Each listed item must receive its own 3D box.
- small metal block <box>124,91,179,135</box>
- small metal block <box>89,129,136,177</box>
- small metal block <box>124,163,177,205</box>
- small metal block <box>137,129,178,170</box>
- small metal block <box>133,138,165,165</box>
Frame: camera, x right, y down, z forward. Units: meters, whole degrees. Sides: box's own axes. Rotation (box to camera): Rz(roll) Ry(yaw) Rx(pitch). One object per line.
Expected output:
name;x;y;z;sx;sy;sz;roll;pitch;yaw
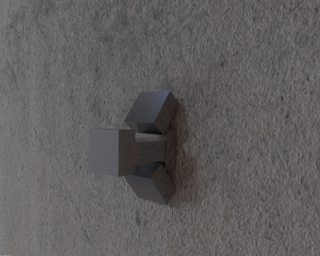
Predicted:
small metal block;-0.011;-0.020;0.398;0.050;0.025;0.050;4;56;40
small metal block;-0.055;0.026;0.352;0.050;0.025;0.050;1;91;39
small metal block;-0.014;0.069;0.400;0.050;0.025;0.050;3;133;39
small metal block;-0.004;0.026;0.409;0.050;0.025;0.050;3;92;39
small metal block;-0.029;0.027;0.379;0.050;0.050;0.025;3;92;39
